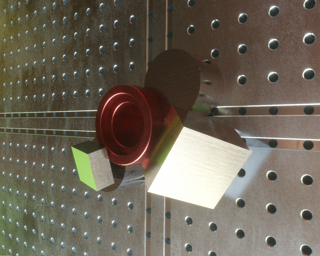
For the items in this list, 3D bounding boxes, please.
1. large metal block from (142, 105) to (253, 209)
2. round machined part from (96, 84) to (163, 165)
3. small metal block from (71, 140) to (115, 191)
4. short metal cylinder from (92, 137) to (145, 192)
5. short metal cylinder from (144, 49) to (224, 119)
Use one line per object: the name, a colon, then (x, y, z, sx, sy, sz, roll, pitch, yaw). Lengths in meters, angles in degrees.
large metal block: (0.036, 0.032, 0.335, 0.080, 0.081, 0.050, -62, 21, 21)
round machined part: (-0.033, -0.004, 0.387, 0.098, 0.042, 0.097, 0, 90, 40)
small metal block: (-0.087, 0.047, 0.400, 0.050, 0.025, 0.050, 13, 118, 51)
short metal cylinder: (-0.059, 0.047, 0.441, 0.080, 0.050, 0.079, 0, 90, 40)
short metal cylinder: (0.028, -0.050, 0.370, 0.080, 0.050, 0.079, 0, 90, 40)
